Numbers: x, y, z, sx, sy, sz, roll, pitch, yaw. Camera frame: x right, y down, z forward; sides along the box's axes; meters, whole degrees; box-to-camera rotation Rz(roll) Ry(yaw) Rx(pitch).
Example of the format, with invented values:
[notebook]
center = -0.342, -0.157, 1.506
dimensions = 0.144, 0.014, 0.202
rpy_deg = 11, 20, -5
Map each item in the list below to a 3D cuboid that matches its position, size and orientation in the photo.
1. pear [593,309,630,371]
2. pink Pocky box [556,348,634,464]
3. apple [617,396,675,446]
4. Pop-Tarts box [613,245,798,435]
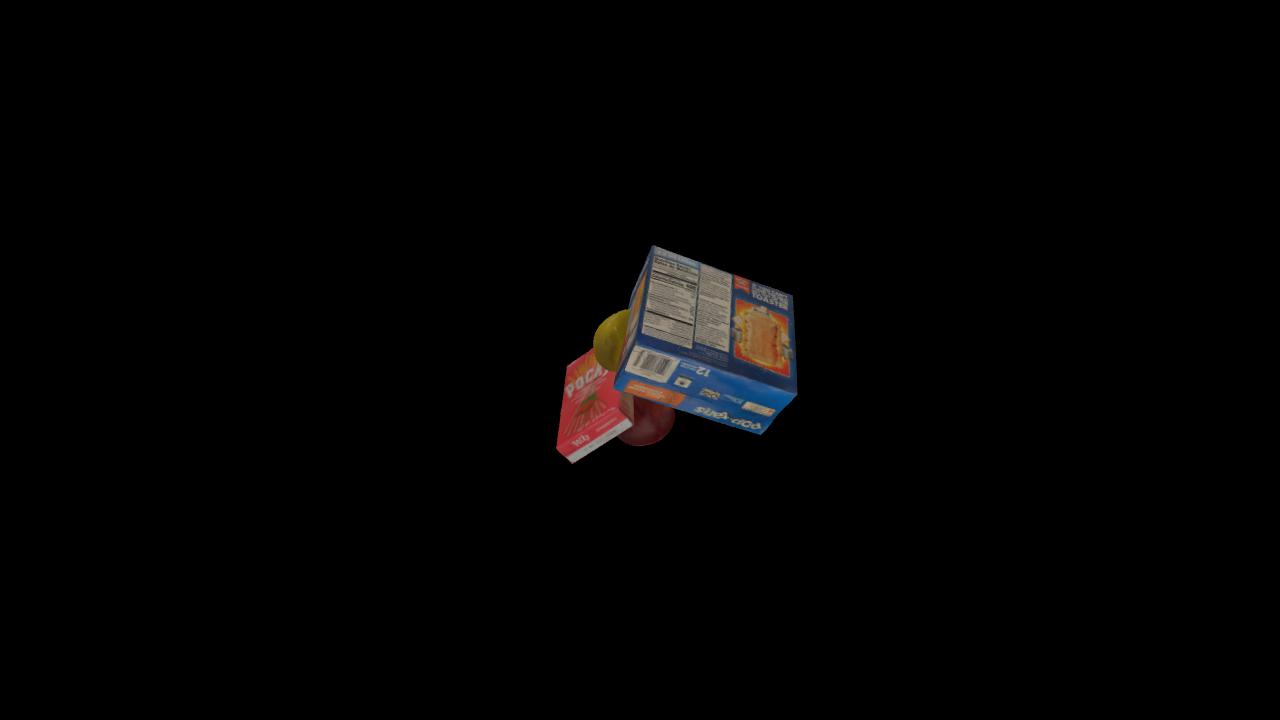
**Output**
[pear]
center = -0.017, -0.003, 0.687
dimensions = 0.080, 0.080, 0.111
rpy_deg = 0, -41, -17
[pink Pocky box]
center = -0.047, 0.035, 0.673
dimensions = 0.084, 0.029, 0.155
rpy_deg = -33, 28, 19
[apple]
center = -0.002, 0.058, 0.727
dimensions = 0.079, 0.093, 0.079
rpy_deg = -20, 32, 13
[Pop-Tarts box]
center = 0.070, -0.020, 0.642
dimensions = 0.167, 0.141, 0.083
rpy_deg = 18, -40, -11
